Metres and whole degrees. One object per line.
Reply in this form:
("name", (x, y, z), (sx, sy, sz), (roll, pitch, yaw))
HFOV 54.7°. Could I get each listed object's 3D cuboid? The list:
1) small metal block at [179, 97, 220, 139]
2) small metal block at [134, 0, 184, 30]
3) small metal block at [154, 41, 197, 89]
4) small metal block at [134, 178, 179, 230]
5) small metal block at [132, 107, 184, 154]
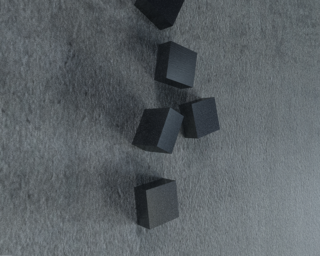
("small metal block", (0.059, -0.016, 0.457), (0.050, 0.025, 0.050), (-19, 102, -39))
("small metal block", (0.001, -0.167, 0.407), (0.050, 0.025, 0.050), (35, 68, -35))
("small metal block", (0.022, -0.085, 0.425), (0.050, 0.025, 0.050), (12, 82, -40))
("small metal block", (-0.004, 0.097, 0.404), (0.050, 0.025, 0.050), (-9, 96, -40))
("small metal block", (-0.003, 0.003, 0.388), (0.025, 0.050, 0.050), (31, 71, -36))
